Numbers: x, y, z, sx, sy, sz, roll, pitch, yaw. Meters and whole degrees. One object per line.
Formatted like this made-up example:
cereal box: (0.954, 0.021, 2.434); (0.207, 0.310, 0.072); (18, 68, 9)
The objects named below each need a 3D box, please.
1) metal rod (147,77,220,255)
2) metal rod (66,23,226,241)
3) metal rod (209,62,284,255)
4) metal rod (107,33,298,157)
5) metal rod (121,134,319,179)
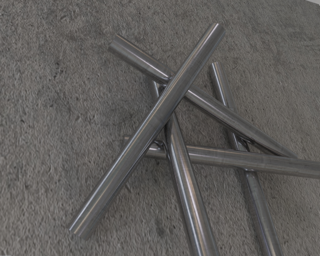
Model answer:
metal rod: (0.018, 0.023, 0.351); (0.025, 0.025, 0.300); (9, 43, -23)
metal rod: (-0.003, -0.013, 0.355); (0.025, 0.025, 0.300); (36, 68, -5)
metal rod: (0.117, 0.029, 0.448); (0.025, 0.025, 0.299); (4, 60, -26)
metal rod: (0.066, -0.029, 0.415); (0.301, 0.025, 0.025); (32, 52, -14)
metal rod: (0.101, 0.041, 0.404); (0.302, 0.025, 0.025); (9, 58, -14)
